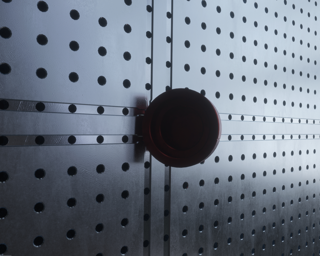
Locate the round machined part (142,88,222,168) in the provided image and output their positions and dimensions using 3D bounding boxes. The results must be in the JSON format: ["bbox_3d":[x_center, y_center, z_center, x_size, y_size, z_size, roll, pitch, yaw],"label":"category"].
[{"bbox_3d":[0.030,0.001,0.398,0.042,0.098,0.098,8,84,-71],"label":"round machined part"}]
